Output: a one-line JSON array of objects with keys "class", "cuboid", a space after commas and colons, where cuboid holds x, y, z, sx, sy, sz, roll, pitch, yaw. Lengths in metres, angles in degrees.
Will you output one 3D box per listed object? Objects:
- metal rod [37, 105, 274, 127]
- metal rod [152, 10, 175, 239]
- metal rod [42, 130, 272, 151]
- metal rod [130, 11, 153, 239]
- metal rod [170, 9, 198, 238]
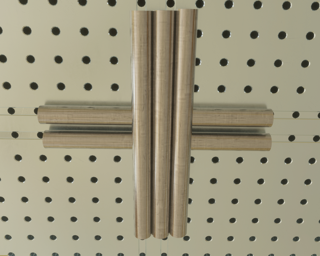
[{"class": "metal rod", "cuboid": [-0.005, -0.015, 0.408, 0.302, 0.025, 0.025, 1, 110, -1]}, {"class": "metal rod", "cuboid": [0.002, 0.011, 0.391, 0.025, 0.025, 0.298, 0, 110, -1]}, {"class": "metal rod", "cuboid": [-0.003, 0.017, 0.420, 0.302, 0.025, 0.025, 1, 110, -1]}, {"class": "metal rod", "cuboid": [-0.023, 0.011, 0.391, 0.025, 0.025, 0.298, 0, 110, -1]}, {"class": "metal rod", "cuboid": [0.028, 0.009, 0.391, 0.025, 0.025, 0.298, 0, 110, -1]}]
